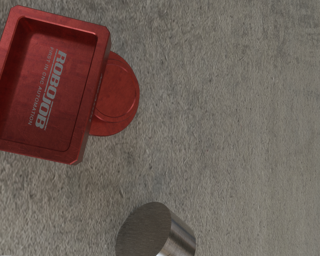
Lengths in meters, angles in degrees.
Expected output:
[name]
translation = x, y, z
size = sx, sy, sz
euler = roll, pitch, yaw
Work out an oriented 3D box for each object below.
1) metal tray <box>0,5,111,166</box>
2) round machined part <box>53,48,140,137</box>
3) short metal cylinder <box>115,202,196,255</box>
[metal tray]
translation = -0.104, -0.038, 0.284
size = 0.091, 0.030, 0.129
euler = 13, 80, -5
[round machined part]
translation = -0.062, -0.039, 0.342
size = 0.099, 0.042, 0.097
euler = 0, 90, -40
[short metal cylinder]
translation = -0.005, 0.135, 0.365
size = 0.050, 0.080, 0.080
euler = 48, 62, -30
